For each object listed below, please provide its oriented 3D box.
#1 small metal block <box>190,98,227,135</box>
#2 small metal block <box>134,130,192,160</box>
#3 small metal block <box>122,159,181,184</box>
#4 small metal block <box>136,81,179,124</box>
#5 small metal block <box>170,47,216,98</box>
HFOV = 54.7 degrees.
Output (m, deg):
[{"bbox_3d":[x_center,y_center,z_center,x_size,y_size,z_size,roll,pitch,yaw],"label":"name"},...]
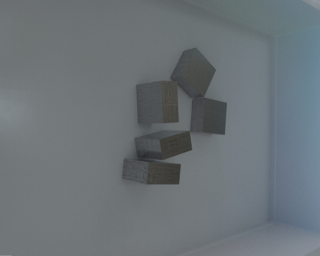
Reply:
[{"bbox_3d":[0.074,-0.017,0.468,0.050,0.025,0.050,7,86,-40],"label":"small metal block"},{"bbox_3d":[0.004,0.020,0.394,0.050,0.050,0.025,-14,99,-39],"label":"small metal block"},{"bbox_3d":[-0.011,0.053,0.381,0.050,0.050,0.025,9,85,-40],"label":"small metal block"},{"bbox_3d":[-0.004,-0.031,0.387,0.025,0.050,0.050,-4,93,-40],"label":"small metal block"},{"bbox_3d":[0.049,-0.078,0.447,0.050,0.025,0.050,39,66,-33],"label":"small metal block"}]
